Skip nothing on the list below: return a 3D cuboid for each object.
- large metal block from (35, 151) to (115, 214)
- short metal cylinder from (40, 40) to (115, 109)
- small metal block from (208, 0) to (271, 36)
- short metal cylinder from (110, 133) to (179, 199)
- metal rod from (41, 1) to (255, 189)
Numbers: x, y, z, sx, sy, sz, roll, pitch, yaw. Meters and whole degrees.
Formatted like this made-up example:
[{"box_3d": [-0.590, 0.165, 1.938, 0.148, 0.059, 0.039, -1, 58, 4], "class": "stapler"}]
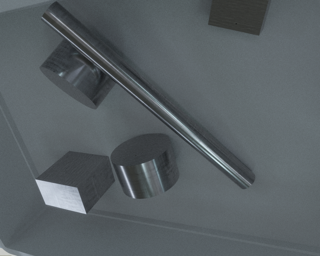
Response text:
[{"box_3d": [-0.131, 0.083, 0.491, 0.080, 0.080, 0.050, 5, 121, 25], "class": "large metal block"}, {"box_3d": [-0.095, -0.066, 0.375, 0.080, 0.050, 0.080, 32, 167, 9], "class": "short metal cylinder"}, {"box_3d": [0.077, -0.120, 0.293, 0.050, 0.025, 0.050, 18, 126, 17], "class": "small metal block"}, {"box_3d": [-0.019, 0.048, 0.412, 0.080, 0.080, 0.050, -2, 117, 29], "class": "short metal cylinder"}, {"box_3d": [-0.001, -0.026, 0.353, 0.301, 0.025, 0.025, 40, 130, -15], "class": "metal rod"}]
